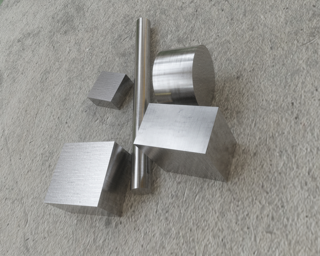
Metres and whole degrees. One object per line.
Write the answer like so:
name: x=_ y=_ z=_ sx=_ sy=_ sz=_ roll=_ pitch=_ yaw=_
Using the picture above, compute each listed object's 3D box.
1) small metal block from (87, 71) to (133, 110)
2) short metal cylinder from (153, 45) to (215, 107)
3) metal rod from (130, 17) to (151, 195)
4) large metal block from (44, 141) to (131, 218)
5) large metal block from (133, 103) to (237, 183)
small metal block: x=-0.077 y=-0.059 z=0.480 sx=0.050 sy=0.025 sz=0.050 roll=13 pitch=68 yaw=33
short metal cylinder: x=0.032 y=-0.061 z=0.389 sx=0.050 sy=0.080 sz=0.080 roll=0 pitch=62 yaw=28
metal rod: x=-0.026 y=-0.051 z=0.448 sx=0.025 sy=0.025 sz=0.299 roll=-14 pitch=56 yaw=20
large metal block: x=-0.087 y=0.065 z=0.394 sx=0.080 sy=0.050 sz=0.080 roll=-3 pitch=60 yaw=26
large metal block: x=0.031 y=0.017 z=0.342 sx=0.080 sy=0.080 sz=0.050 roll=6 pitch=65 yaw=31
